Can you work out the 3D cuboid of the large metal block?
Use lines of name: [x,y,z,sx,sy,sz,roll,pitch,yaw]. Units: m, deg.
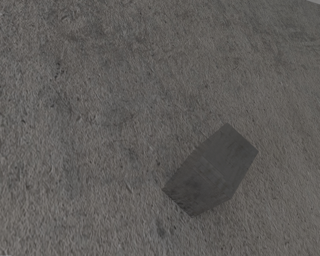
large metal block: [0.059,0.051,0.368,0.050,0.080,0.080,44,51,2]
